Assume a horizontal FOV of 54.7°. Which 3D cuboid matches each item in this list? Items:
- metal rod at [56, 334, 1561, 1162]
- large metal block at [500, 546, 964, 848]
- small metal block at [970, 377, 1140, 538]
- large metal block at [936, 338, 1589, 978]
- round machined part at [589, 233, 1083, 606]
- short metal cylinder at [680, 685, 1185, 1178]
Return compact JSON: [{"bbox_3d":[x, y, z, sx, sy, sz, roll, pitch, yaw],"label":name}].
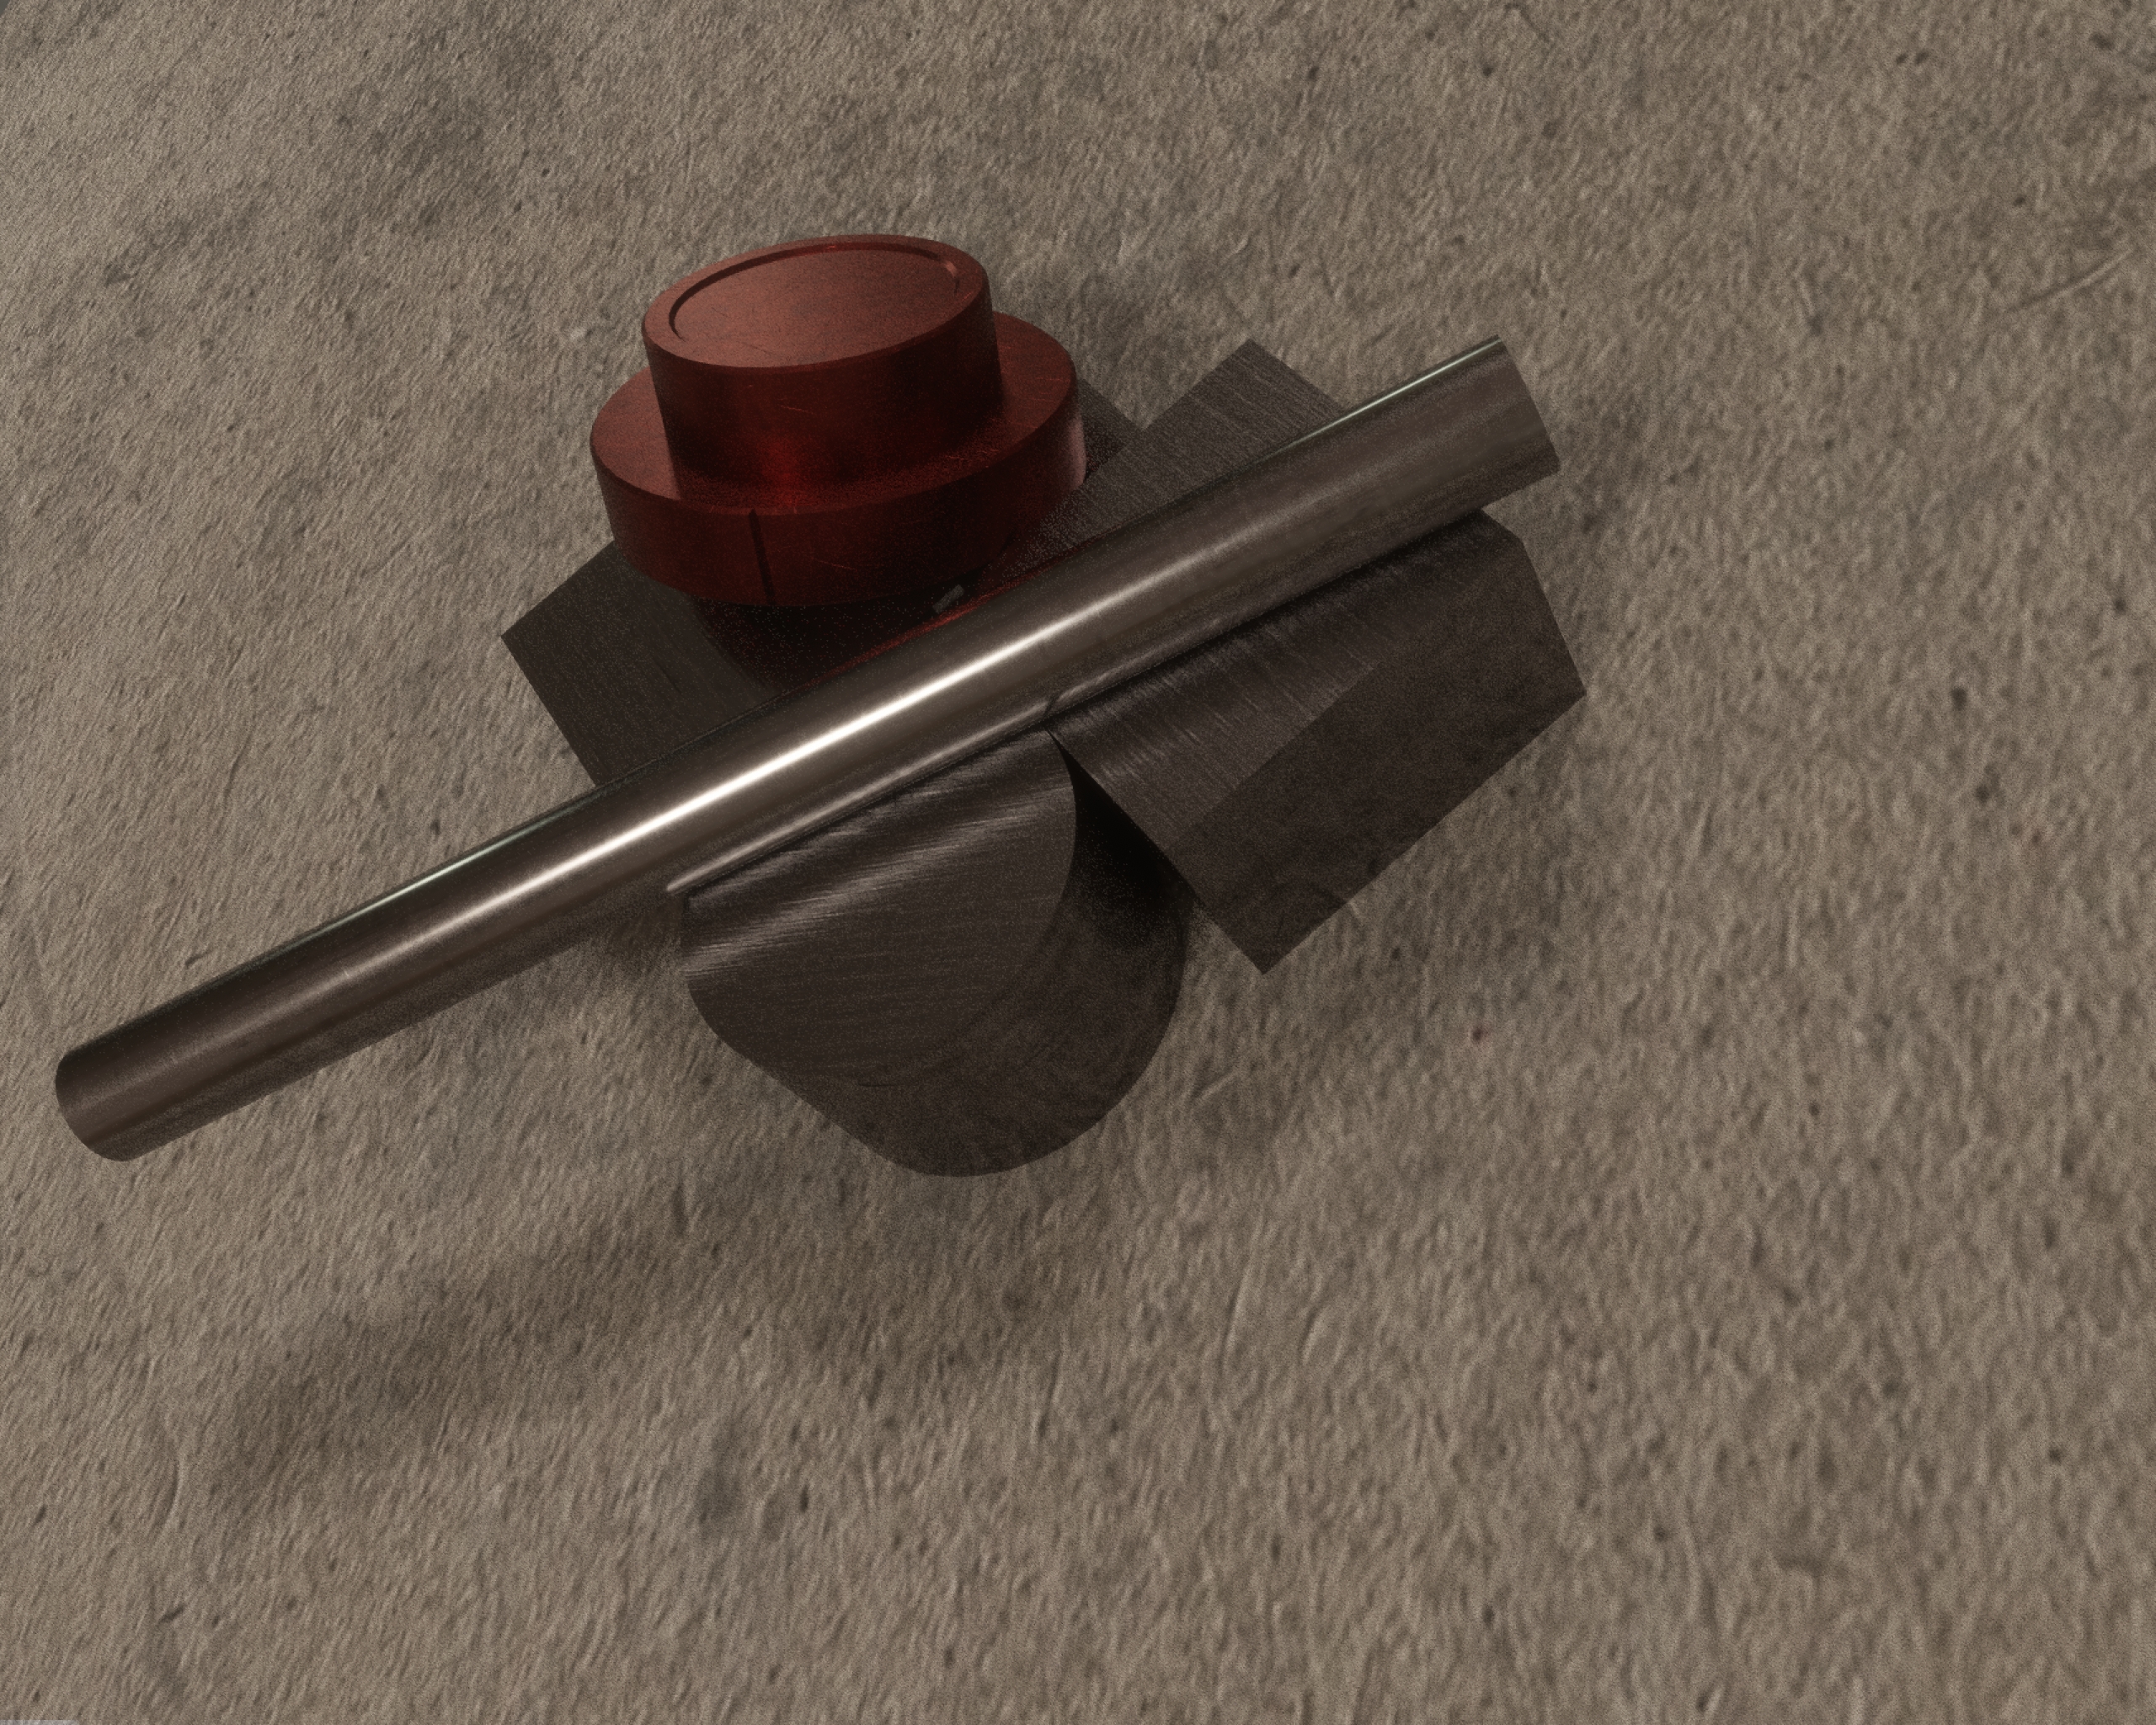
[{"bbox_3d":[-0.058,-0.015,0.379,0.301,0.025,0.025,-25,53,12],"label":"metal rod"},{"bbox_3d":[-0.063,-0.039,0.443,0.080,0.050,0.080,-41,51,0],"label":"large metal block"},{"bbox_3d":[-0.001,-0.068,0.445,0.050,0.025,0.050,-40,51,0],"label":"small metal block"},{"bbox_3d":[0.034,-0.040,0.395,0.080,0.050,0.080,-41,51,0],"label":"large metal block"},{"bbox_3d":[-0.049,-0.094,0.420,0.099,0.042,0.098,-4,37,3],"label":"round machined part"},{"bbox_3d":[-0.027,0.013,0.393,0.080,0.050,0.080,-13,56,20],"label":"short metal cylinder"}]
